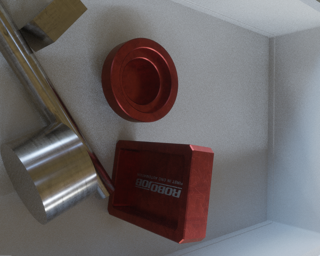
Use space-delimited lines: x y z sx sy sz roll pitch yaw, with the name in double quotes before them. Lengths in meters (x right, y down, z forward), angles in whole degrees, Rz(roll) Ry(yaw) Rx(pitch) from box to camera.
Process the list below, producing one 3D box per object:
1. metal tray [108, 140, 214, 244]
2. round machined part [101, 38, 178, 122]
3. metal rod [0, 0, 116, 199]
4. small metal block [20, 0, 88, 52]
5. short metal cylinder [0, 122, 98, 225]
"metal tray" -0.005 0.061 0.336 0.030 0.130 0.090 12 83 -40
"round machined part" -0.028 -0.055 0.374 0.099 0.042 0.097 0 90 -40
"metal rod" -0.125 -0.051 0.302 0.025 0.025 0.299 -41 115 -33
"small metal block" -0.106 -0.105 0.302 0.025 0.050 0.050 48 61 -30
"short metal cylinder" -0.103 0.040 0.286 0.050 0.080 0.080 -28 108 -37
